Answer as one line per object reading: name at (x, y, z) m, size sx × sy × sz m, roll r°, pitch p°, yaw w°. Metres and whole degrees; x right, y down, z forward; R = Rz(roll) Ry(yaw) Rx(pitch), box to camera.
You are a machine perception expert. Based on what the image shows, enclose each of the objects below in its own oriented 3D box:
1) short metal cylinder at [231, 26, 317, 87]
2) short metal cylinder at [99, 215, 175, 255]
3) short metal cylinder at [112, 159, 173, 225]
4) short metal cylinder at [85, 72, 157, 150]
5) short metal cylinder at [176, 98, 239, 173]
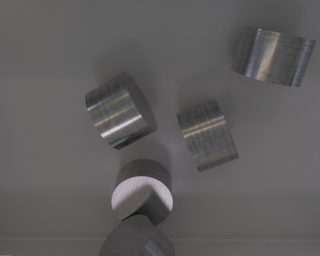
short metal cylinder at (0.127, -0.082, 0.352) m, size 0.081 × 0.080 × 0.050 m, roll 11°, pitch 110°, yaw -4°
short metal cylinder at (-0.029, 0.157, 0.387) m, size 0.080 × 0.080 × 0.050 m, roll -33°, pitch 113°, yaw 11°
short metal cylinder at (-0.023, 0.090, 0.431) m, size 0.081 × 0.050 × 0.079 m, roll 0°, pitch 110°, yaw 0°
short metal cylinder at (-0.045, -0.020, 0.374) m, size 0.050 × 0.080 × 0.080 m, roll -28°, pitch 108°, yaw 10°
short metal cylinder at (0.059, 0.010, 0.386) m, size 0.050 × 0.080 × 0.080 m, roll -22°, pitch 109°, yaw 8°
